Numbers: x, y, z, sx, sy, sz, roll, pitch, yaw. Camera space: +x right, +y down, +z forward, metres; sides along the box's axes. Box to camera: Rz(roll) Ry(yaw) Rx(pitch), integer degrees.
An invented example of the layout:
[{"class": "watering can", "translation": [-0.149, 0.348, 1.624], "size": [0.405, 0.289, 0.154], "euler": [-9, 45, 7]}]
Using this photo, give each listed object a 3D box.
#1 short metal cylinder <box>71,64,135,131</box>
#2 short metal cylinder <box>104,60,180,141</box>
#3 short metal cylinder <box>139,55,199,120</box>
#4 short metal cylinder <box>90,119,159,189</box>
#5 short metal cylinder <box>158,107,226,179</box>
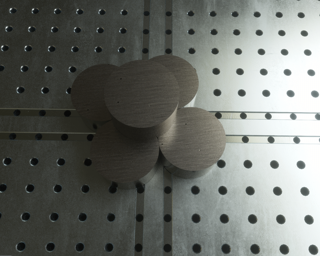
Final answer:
[{"class": "short metal cylinder", "translation": [-0.071, -0.037, 0.410], "size": [0.081, 0.050, 0.080], "euler": [0, 70, 0]}, {"class": "short metal cylinder", "translation": [-0.020, -0.030, 0.354], "size": [0.081, 0.050, 0.080], "euler": [0, 71, -1]}, {"class": "short metal cylinder", "translation": [0.009, -0.050, 0.416], "size": [0.081, 0.050, 0.080], "euler": [0, 70, 0]}, {"class": "short metal cylinder", "translation": [-0.041, 0.033, 0.385], "size": [0.081, 0.050, 0.080], "euler": [0, 70, 0]}, {"class": "short metal cylinder", "translation": [0.038, 0.020, 0.391], "size": [0.081, 0.050, 0.080], "euler": [0, 70, 0]}]
